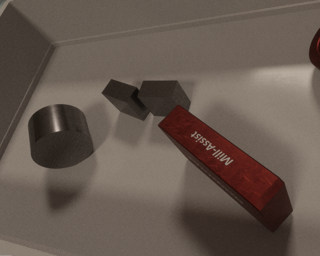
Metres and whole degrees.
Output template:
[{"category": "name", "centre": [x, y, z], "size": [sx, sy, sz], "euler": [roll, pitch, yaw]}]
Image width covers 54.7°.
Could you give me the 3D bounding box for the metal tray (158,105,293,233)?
[{"category": "metal tray", "centre": [0.063, 0.038, 0.306], "size": [0.030, 0.090, 0.130], "euler": [-46, 52, -4]}]

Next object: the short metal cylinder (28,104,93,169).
[{"category": "short metal cylinder", "centre": [-0.139, 0.013, 0.434], "size": [0.080, 0.080, 0.050], "euler": [-31, 52, 8]}]

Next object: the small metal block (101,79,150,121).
[{"category": "small metal block", "centre": [-0.045, -0.039, 0.436], "size": [0.050, 0.050, 0.025], "euler": [22, 74, 36]}]

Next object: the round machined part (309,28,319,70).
[{"category": "round machined part", "centre": [0.212, -0.091, 0.321], "size": [0.098, 0.042, 0.098], "euler": [-48, 22, 27]}]

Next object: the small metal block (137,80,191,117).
[{"category": "small metal block", "centre": [0.006, -0.038, 0.408], "size": [0.050, 0.050, 0.025], "euler": [5, 64, 30]}]
